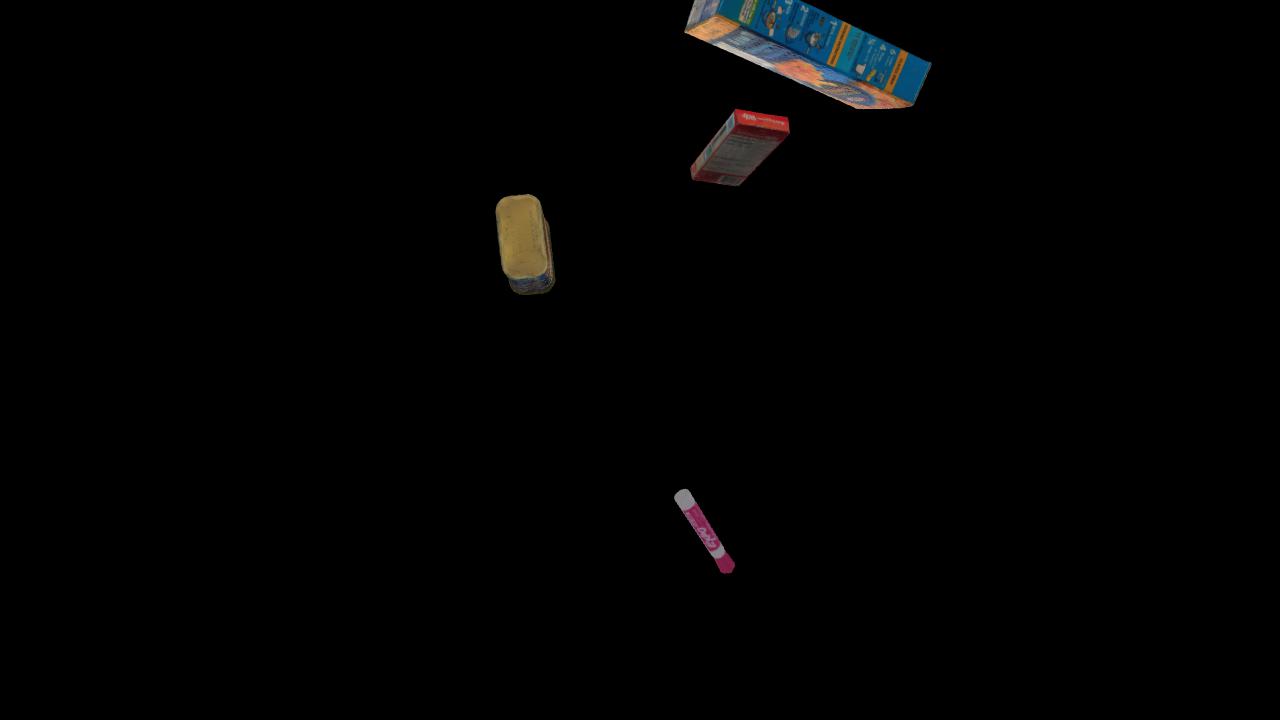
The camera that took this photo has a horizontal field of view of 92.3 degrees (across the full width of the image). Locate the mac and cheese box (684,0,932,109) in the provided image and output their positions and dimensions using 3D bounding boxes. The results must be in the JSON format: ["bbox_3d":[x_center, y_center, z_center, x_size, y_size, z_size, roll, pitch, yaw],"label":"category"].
[{"bbox_3d":[0.135,-0.260,0.510,0.184,0.041,0.093,15,16,-17],"label":"mac and cheese box"}]

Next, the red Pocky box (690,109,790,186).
[{"bbox_3d":[0.141,-0.302,0.886,0.083,0.028,0.155,3,-13,-18],"label":"red Pocky box"}]

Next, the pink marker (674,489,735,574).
[{"bbox_3d":[0.074,0.194,0.687,0.020,0.121,0.020,-27,21,11],"label":"pink marker"}]

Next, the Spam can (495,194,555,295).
[{"bbox_3d":[-0.136,-0.135,0.728,0.058,0.101,0.085,-7,-5,-4],"label":"Spam can"}]
